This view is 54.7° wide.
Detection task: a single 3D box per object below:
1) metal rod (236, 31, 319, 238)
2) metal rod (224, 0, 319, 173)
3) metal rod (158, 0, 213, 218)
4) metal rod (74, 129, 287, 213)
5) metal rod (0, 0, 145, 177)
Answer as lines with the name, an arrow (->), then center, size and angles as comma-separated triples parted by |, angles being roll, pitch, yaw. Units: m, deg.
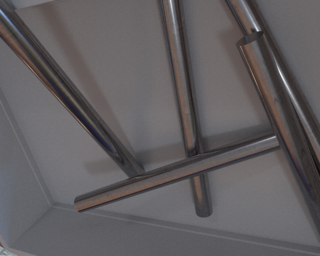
metal rod -> 0.150, 0.039, 0.328 | 0.025, 0.025, 0.299 | -15, 119, 34
metal rod -> 0.144, -0.017, 0.321 | 0.025, 0.025, 0.299 | -24, 106, 36
metal rod -> 0.036, -0.010, 0.383 | 0.025, 0.025, 0.298 | 3, 120, 27
metal rod -> 0.013, 0.059, 0.396 | 0.300, 0.025, 0.025 | -22, 107, 22
metal rod -> -0.088, -0.016, 0.367 | 0.025, 0.025, 0.299 | 1, 144, 28
